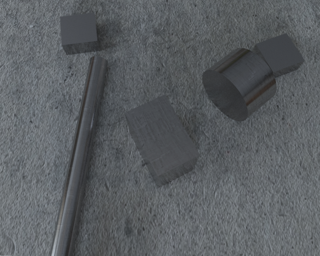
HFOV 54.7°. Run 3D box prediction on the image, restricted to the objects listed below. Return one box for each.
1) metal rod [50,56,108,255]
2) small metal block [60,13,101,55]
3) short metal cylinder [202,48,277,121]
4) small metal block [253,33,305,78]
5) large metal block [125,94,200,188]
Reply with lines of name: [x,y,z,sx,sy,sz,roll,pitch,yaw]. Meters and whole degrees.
metal rod: [-0.102,0.044,0.390,0.025,0.025,0.299,6,70,2]
small metal block: [-0.118,-0.139,0.458,0.050,0.025,0.050,-8,70,-4]
short metal cylinder: [0.101,-0.055,0.400,0.050,0.080,0.080,-38,75,-13]
small metal block: [0.169,-0.103,0.448,0.050,0.025,0.050,-21,72,-8]
large metal block: [0.001,0.019,0.372,0.050,0.080,0.080,-26,72,-9]
